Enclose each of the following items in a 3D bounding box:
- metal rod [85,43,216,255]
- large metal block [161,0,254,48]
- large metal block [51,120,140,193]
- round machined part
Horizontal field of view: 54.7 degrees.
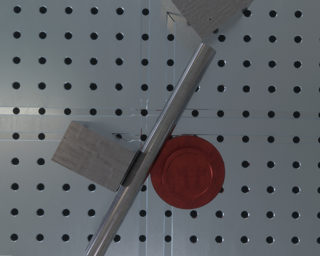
[{"bbox_3d":[-0.012,0.030,0.393,0.025,0.025,0.299,29,91,0],"label":"metal rod"},{"bbox_3d":[0.058,-0.163,0.401,0.080,0.050,0.080,-38,90,0],"label":"large metal block"},{"bbox_3d":[-0.074,0.032,0.385,0.080,0.080,0.050,27,90,0],"label":"large metal block"},{"bbox_3d":[0.037,0.058,0.405,0.099,0.042,0.097,0,90,-1],"label":"round machined part"}]
